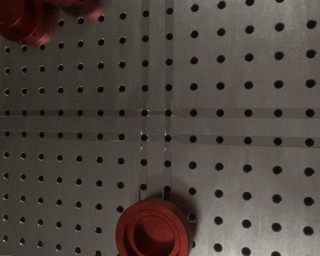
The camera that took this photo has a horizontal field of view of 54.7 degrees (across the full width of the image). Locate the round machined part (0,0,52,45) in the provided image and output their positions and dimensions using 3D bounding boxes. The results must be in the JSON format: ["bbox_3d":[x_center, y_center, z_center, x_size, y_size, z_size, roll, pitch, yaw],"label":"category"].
[{"bbox_3d":[-0.222,-0.183,0.480,0.098,0.042,0.097,0,90,19],"label":"round machined part"}]

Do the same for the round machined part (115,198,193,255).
[{"bbox_3d":[-0.005,0.140,0.404,0.098,0.042,0.097,0,90,19],"label":"round machined part"}]

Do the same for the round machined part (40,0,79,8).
[{"bbox_3d":[-0.140,-0.224,0.451,0.098,0.042,0.097,0,89,19],"label":"round machined part"}]
